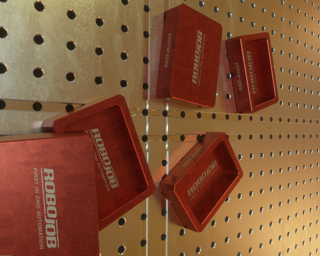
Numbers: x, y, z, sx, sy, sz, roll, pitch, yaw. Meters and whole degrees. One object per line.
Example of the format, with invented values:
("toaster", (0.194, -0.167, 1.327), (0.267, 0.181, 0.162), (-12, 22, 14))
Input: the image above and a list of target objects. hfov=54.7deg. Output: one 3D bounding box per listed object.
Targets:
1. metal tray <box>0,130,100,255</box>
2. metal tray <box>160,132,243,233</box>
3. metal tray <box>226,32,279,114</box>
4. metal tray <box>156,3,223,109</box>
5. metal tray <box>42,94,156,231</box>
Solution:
("metal tray", (-0.108, 0.071, 0.292), (0.091, 0.030, 0.129), (-5, 99, -22))
("metal tray", (0.068, 0.077, 0.465), (0.131, 0.030, 0.090), (-43, 116, -32))
("metal tray", (0.165, -0.098, 0.547), (0.091, 0.030, 0.129), (-20, 103, -38))
("metal tray", (0.045, -0.098, 0.446), (0.091, 0.030, 0.129), (11, 83, -40))
("metal tray", (-0.064, 0.036, 0.353), (0.091, 0.030, 0.129), (-29, 108, -37))
